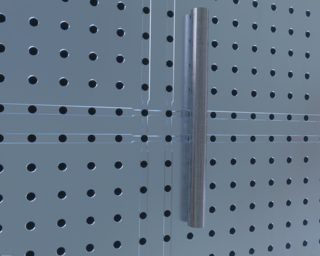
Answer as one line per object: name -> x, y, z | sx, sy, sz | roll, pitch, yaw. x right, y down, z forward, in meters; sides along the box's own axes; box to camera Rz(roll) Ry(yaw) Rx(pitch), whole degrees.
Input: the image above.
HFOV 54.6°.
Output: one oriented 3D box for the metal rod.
metal rod -> 0.053, -0.014, 0.431 | 0.025, 0.025, 0.298 | 1, 90, -20
